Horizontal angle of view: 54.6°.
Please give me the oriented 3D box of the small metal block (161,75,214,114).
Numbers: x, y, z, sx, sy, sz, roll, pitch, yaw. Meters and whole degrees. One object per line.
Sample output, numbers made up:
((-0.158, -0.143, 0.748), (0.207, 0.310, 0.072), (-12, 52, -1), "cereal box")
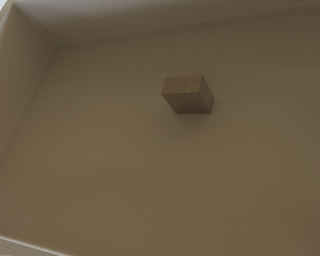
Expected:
((0.036, -0.041, 0.397), (0.050, 0.050, 0.025), (1, 62, 29), "small metal block")
